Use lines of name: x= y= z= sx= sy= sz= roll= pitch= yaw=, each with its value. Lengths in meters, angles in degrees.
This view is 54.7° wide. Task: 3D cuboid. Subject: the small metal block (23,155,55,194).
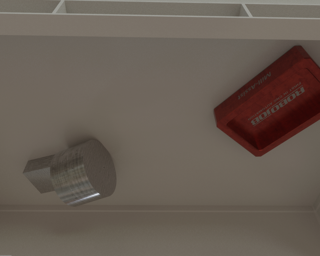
small metal block: x=-0.166 y=0.069 z=0.466 sx=0.050 sy=0.025 sz=0.050 roll=-13 pitch=129 yaw=10

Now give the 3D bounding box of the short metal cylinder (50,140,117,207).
short metal cylinder: x=-0.102 y=0.062 z=0.424 sx=0.050 sy=0.080 sz=0.080 roll=-20 pitch=128 yaw=16

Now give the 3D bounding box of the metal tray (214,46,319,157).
metal tray: x=0.145 y=-0.027 z=0.385 sx=0.090 sy=0.030 sz=0.130 roll=35 pitch=122 yaw=-26
